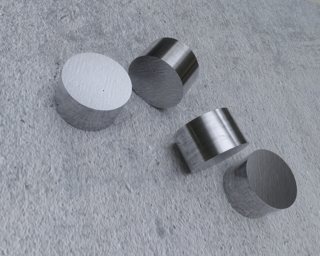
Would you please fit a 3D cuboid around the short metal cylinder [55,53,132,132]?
[{"bbox_3d":[-0.080,-0.043,0.370,0.081,0.050,0.080,14,56,-21],"label":"short metal cylinder"}]

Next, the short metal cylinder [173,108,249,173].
[{"bbox_3d":[0.064,0.017,0.392,0.081,0.080,0.050,-15,70,-34],"label":"short metal cylinder"}]

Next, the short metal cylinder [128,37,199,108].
[{"bbox_3d":[0.005,-0.073,0.416,0.080,0.080,0.050,38,51,-3],"label":"short metal cylinder"}]

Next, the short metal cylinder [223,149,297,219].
[{"bbox_3d":[0.132,0.075,0.413,0.081,0.050,0.080,14,56,-21],"label":"short metal cylinder"}]
